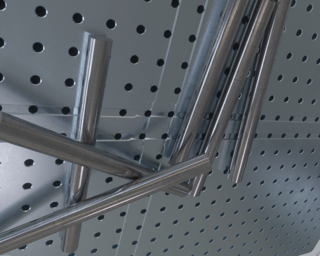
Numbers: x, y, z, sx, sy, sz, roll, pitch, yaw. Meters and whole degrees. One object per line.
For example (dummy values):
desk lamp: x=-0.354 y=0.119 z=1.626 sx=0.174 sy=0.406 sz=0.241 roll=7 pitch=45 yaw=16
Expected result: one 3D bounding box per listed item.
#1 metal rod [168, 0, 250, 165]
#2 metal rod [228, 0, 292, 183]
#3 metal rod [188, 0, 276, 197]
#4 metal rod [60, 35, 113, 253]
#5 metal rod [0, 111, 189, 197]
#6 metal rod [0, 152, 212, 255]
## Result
metal rod: x=0.068 y=-0.078 z=0.399 sx=0.025 sy=0.025 sz=0.298 roll=4 pitch=116 yaw=-30
metal rod: x=0.142 y=-0.043 z=0.461 sx=0.025 sy=0.025 sz=0.298 roll=-9 pitch=122 yaw=-24
metal rod: x=0.093 y=-0.028 z=0.443 sx=0.025 sy=0.025 sz=0.298 roll=2 pitch=117 yaw=-30
metal rod: x=-0.095 y=0.038 z=0.382 sx=0.025 sy=0.025 sz=0.298 roll=0 pitch=118 yaw=-29
metal rod: x=-0.055 y=0.047 z=0.382 sx=0.025 sy=0.025 sz=0.301 roll=-52 pitch=137 yaw=9
metal rod: x=-0.079 y=0.097 z=0.387 sx=0.301 sy=0.025 sz=0.025 roll=-21 pitch=127 yaw=-3
